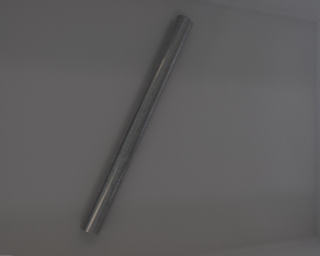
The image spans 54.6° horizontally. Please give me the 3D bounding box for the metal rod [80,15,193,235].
[{"bbox_3d":[-0.026,-0.011,0.400,0.025,0.025,0.299,27,81,-18],"label":"metal rod"}]
